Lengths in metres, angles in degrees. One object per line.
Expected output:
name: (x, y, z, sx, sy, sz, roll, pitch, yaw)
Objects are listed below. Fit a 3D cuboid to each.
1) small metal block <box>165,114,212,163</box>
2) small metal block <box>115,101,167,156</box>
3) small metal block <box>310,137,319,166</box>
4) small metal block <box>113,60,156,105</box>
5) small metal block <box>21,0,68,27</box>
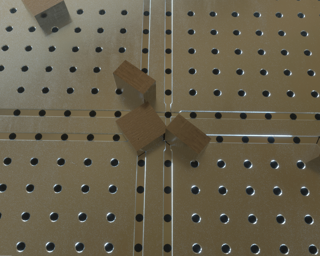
small metal block: (0.034, 0.015, 0.393, 0.050, 0.050, 0.025, 39, 74, 12)
small metal block: (-0.023, 0.001, 0.411, 0.050, 0.025, 0.050, -33, 74, -12)
small metal block: (0.234, 0.031, 0.403, 0.050, 0.025, 0.050, 29, 72, 9)
small metal block: (-0.033, -0.057, 0.419, 0.050, 0.050, 0.025, 36, 74, 12)
small metal block: (-0.180, -0.194, 0.480, 0.050, 0.025, 0.050, -35, 74, -12)
